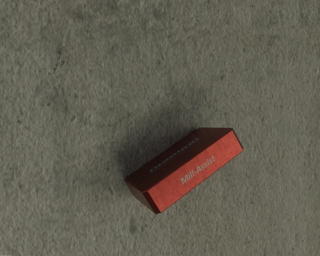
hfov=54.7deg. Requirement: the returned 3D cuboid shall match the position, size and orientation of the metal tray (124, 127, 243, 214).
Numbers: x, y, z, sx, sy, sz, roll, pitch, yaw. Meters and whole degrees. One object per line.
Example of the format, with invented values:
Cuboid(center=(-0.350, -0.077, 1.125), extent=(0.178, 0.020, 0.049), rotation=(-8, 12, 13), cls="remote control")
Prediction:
Cuboid(center=(0.027, 0.046, 0.385), extent=(0.131, 0.090, 0.030), rotation=(-33, 101, -17), cls="metal tray")
